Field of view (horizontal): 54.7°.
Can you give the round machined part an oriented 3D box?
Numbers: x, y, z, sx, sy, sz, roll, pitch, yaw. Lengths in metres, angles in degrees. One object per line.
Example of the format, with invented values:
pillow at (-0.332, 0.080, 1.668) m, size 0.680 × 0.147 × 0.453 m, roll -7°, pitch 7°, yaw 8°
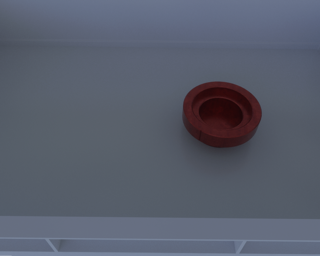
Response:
round machined part at (0.078, -0.013, 0.406) m, size 0.099 × 0.042 × 0.098 m, roll 0°, pitch 50°, yaw 0°
